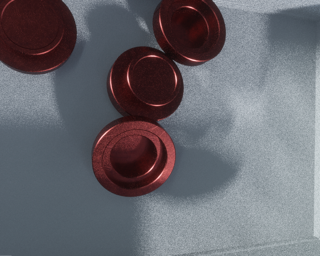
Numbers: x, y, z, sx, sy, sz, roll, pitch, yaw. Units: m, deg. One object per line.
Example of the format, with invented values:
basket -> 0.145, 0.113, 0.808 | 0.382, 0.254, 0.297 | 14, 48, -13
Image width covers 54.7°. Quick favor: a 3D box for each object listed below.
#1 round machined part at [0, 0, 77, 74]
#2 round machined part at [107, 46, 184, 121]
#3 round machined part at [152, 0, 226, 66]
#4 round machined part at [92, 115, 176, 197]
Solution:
round machined part -> -0.144, -0.112, 0.348 | 0.099, 0.042, 0.097 | 0, 90, -20
round machined part -> -0.014, -0.057, 0.389 | 0.099, 0.042, 0.098 | 4, 80, -22
round machined part -> 0.034, -0.128, 0.408 | 0.099, 0.042, 0.097 | 4, 81, -26
round machined part -> -0.034, 0.031, 0.379 | 0.099, 0.042, 0.097 | -5, 109, -13
